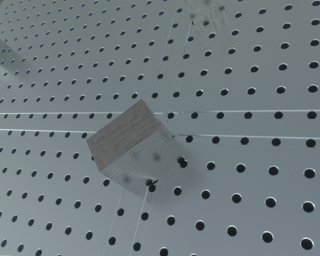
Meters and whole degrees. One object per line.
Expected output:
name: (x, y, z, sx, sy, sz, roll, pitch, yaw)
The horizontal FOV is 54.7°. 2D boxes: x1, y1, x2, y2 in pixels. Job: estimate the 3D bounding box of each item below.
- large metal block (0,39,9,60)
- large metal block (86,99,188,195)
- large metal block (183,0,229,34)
large metal block: (-0.411, -0.192, 0.702, 0.080, 0.080, 0.050, 7, 66, 31)
large metal block: (-0.025, 0.025, 0.369, 0.080, 0.080, 0.050, -36, 51, 4)
large metal block: (0.058, -0.206, 0.468, 0.050, 0.080, 0.080, -23, 53, 14)
